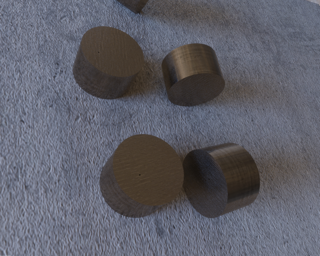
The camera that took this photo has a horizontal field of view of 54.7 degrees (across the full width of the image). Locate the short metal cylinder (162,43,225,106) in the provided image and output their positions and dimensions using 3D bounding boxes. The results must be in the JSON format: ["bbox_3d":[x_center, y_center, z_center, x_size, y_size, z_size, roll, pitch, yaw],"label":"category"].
[{"bbox_3d":[0.046,-0.073,0.437,0.081,0.080,0.050,3,60,-27],"label":"short metal cylinder"}]

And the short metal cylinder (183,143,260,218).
[{"bbox_3d":[0.070,0.061,0.369,0.050,0.080,0.080,-9,66,-32],"label":"short metal cylinder"}]

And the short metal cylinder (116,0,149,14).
[{"bbox_3d":[-0.037,-0.229,0.488,0.050,0.080,0.080,34,51,-6],"label":"short metal cylinder"}]

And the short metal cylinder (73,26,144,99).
[{"bbox_3d":[-0.067,-0.084,0.403,0.081,0.050,0.080,14,56,-21],"label":"short metal cylinder"}]

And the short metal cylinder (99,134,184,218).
[{"bbox_3d":[-0.021,0.053,0.344,0.081,0.050,0.080,14,56,-21],"label":"short metal cylinder"}]
